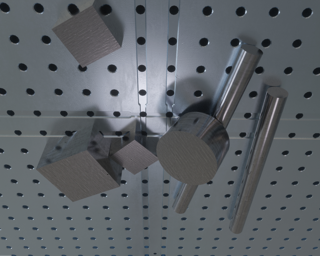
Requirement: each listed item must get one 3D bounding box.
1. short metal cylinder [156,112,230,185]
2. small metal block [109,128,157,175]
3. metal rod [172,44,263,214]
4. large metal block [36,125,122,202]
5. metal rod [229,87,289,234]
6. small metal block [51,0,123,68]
[{"bbox_3d":[0.043,0.026,0.397,0.080,0.050,0.079,16,126,22],"label":"short metal cylinder"},{"bbox_3d":[-0.035,0.034,0.441,0.050,0.025,0.050,-34,123,25],"label":"small metal block"},{"bbox_3d":[0.067,0.025,0.433,0.025,0.025,0.298,10,130,-9],"label":"metal rod"},{"bbox_3d":[-0.109,0.052,0.439,0.080,0.050,0.080,-21,127,16],"label":"large metal block"},{"bbox_3d":[0.141,0.070,0.472,0.025,0.025,0.298,0,130,-1],"label":"metal rod"},{"bbox_3d":[-0.075,-0.099,0.326,0.050,0.025,0.050,-23,127,18],"label":"small metal block"}]
